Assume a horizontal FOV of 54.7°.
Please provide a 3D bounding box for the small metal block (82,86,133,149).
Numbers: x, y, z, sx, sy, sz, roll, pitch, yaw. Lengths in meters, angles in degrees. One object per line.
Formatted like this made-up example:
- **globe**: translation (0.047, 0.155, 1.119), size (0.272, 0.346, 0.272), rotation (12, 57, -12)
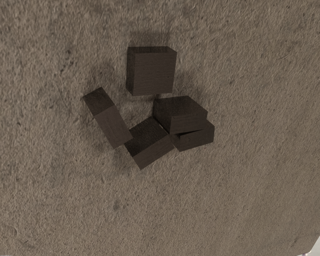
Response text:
- **small metal block**: translation (-0.060, -0.012, 0.352), size (0.025, 0.050, 0.050), rotation (-31, 129, -9)

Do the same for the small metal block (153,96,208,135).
- **small metal block**: translation (0.025, -0.018, 0.395), size (0.050, 0.050, 0.025), rotation (-9, 122, -24)

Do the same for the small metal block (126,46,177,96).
- **small metal block**: translation (-0.011, -0.067, 0.361), size (0.050, 0.025, 0.050), rotation (-8, 122, -25)

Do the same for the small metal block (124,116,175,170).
- **small metal block**: translation (-0.018, 0.018, 0.394), size (0.050, 0.050, 0.025), rotation (-33, 129, -8)

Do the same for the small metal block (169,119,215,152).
- **small metal block**: translation (0.037, 0.002, 0.414), size (0.050, 0.050, 0.025), rotation (-15, 125, -21)
